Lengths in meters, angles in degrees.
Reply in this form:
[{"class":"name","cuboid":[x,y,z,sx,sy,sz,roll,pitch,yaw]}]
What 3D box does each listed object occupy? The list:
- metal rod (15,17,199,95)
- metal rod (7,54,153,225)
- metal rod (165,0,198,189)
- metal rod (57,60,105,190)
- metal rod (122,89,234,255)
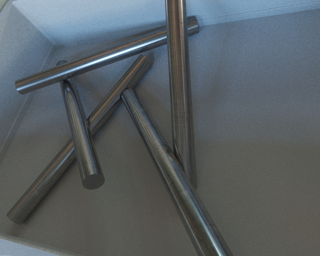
[{"class":"metal rod","cuboid":[-0.086,-0.112,0.490,0.301,0.025,0.025,-18,54,6]},{"class":"metal rod","cuboid":[-0.112,0.011,0.458,0.025,0.025,0.300,31,79,38]},{"class":"metal rod","cuboid":[0.022,-0.080,0.366,0.025,0.025,0.298,-6,83,25]},{"class":"metal rod","cuboid":[-0.126,-0.026,0.459,0.025,0.025,0.300,-36,42,5]},{"class":"metal rod","cuboid":[0.004,0.034,0.344,0.025,0.025,0.300,-36,39,4]}]
